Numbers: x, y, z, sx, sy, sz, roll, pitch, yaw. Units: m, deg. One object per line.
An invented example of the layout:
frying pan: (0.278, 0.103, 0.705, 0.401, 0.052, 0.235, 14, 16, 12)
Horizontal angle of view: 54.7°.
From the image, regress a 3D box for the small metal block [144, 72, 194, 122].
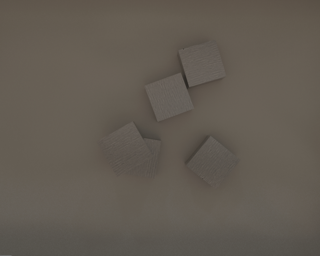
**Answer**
small metal block: (0.012, -0.040, 0.412, 0.050, 0.025, 0.050, -20, 90, -1)

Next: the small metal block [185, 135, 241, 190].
small metal block: (0.069, 0.045, 0.412, 0.050, 0.025, 0.050, 39, 90, -1)

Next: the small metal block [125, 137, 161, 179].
small metal block: (-0.027, 0.037, 0.411, 0.050, 0.025, 0.050, 10, 90, -1)

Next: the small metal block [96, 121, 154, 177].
small metal block: (-0.042, 0.026, 0.386, 0.050, 0.025, 0.050, -30, 90, 0)

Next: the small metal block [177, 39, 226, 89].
small metal block: (0.055, -0.084, 0.412, 0.050, 0.025, 0.050, -16, 90, -1)
